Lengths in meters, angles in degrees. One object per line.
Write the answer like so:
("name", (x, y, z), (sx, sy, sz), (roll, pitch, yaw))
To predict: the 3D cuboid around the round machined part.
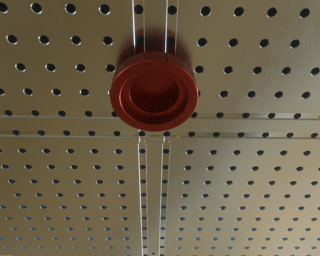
("round machined part", (-0.006, -0.046, 0.362), (0.099, 0.042, 0.097), (-1, 130, 0))
